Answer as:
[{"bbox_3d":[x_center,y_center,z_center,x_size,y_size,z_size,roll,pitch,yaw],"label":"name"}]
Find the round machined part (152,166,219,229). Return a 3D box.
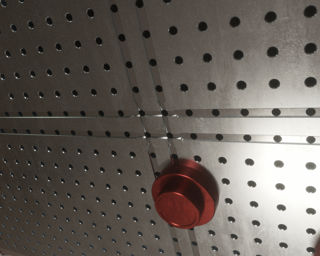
[{"bbox_3d":[0.032,0.107,0.448,0.098,0.042,0.097,13,124,20],"label":"round machined part"}]
